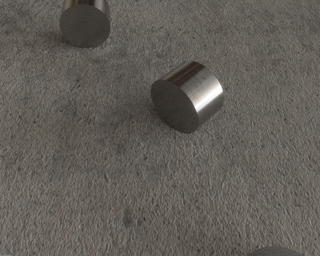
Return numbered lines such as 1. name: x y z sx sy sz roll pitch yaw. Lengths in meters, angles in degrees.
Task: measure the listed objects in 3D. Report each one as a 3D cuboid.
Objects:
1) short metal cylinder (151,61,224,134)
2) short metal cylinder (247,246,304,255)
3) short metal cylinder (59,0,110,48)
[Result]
1. short metal cylinder: 0.034 -0.039 0.401 0.080 0.080 0.050 36 59 26
2. short metal cylinder: 0.099 0.149 0.262 0.081 0.050 0.080 0 50 0
3. short metal cylinder: -0.124 -0.183 0.520 0.081 0.080 0.050 -5 50 -4
